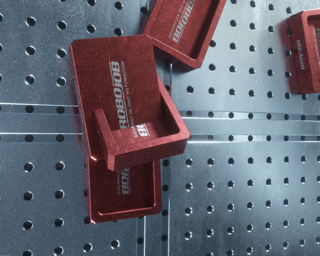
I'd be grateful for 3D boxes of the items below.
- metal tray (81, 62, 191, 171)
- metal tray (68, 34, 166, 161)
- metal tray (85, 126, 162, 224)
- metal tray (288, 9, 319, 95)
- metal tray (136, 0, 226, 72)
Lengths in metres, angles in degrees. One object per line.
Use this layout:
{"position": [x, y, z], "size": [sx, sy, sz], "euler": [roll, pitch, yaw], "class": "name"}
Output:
{"position": [-0.033, -0.021, 0.358], "size": [0.091, 0.030, 0.130], "euler": [-12, 56, -20], "class": "metal tray"}
{"position": [-0.047, -0.036, 0.355], "size": [0.091, 0.030, 0.129], "euler": [-11, 96, -21], "class": "metal tray"}
{"position": [-0.047, 0.047, 0.393], "size": [0.091, 0.030, 0.129], "euler": [-3, 91, -21], "class": "metal tray"}
{"position": [0.266, -0.127, 0.510], "size": [0.091, 0.030, 0.129], "euler": [-14, 95, -20], "class": "metal tray"}
{"position": [0.032, -0.154, 0.422], "size": [0.090, 0.030, 0.130], "euler": [24, 82, -19], "class": "metal tray"}
